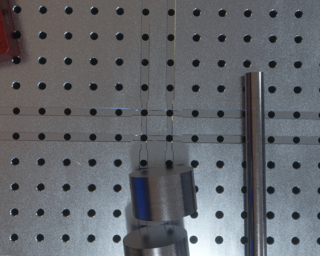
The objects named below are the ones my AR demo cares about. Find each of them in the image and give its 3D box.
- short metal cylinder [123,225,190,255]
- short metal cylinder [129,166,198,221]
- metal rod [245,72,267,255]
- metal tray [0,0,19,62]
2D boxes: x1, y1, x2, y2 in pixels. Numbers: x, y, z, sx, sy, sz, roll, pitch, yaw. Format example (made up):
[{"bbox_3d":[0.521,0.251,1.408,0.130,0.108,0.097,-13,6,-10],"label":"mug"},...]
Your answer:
[{"bbox_3d":[-0.003,0.159,0.386,0.080,0.080,0.050,-7,90,0],"label":"short metal cylinder"},{"bbox_3d":[0.004,0.079,0.386,0.080,0.080,0.050,-6,90,0],"label":"short metal cylinder"},{"bbox_3d":[0.128,0.076,0.414,0.025,0.025,0.298,-1,90,0],"label":"metal rod"},{"bbox_3d":[-0.249,-0.150,0.408,0.091,0.030,0.129,-12,90,0],"label":"metal tray"}]
